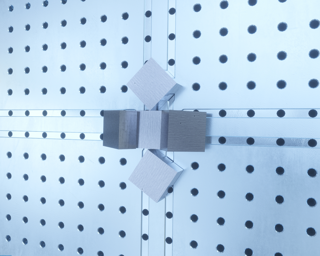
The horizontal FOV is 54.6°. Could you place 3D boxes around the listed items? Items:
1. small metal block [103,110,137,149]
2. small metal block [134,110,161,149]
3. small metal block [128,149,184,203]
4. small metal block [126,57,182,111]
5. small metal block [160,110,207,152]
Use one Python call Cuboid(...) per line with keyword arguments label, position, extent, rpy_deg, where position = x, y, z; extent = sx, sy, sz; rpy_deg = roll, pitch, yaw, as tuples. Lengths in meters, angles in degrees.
Cuboid(label="small metal block", position=(-0.055, 0.001, 0.419), extent=(0.050, 0.025, 0.050), rpy_deg=(4, 93, 56))
Cuboid(label="small metal block", position=(-0.007, 0.002, 0.415), extent=(0.050, 0.025, 0.050), rpy_deg=(2, 90, 20))
Cuboid(label="small metal block", position=(-0.006, 0.062, 0.414), extent=(0.050, 0.025, 0.050), rpy_deg=(36, 102, 18))
Cuboid(label="small metal block", position=(-0.008, -0.058, 0.416), extent=(0.050, 0.025, 0.050), rpy_deg=(-45, 75, 14))
Cuboid(label="small metal block", position=(0.029, 0.004, 0.388), extent=(0.050, 0.025, 0.050), rpy_deg=(2, 91, -21))
